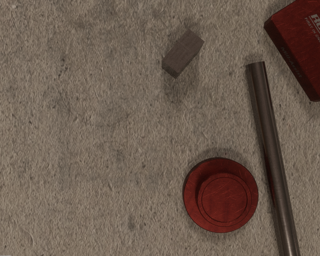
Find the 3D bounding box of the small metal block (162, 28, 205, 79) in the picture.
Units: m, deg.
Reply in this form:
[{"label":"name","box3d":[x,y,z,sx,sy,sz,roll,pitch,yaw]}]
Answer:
[{"label":"small metal block","box3d":[0.028,-0.093,0.398,0.025,0.050,0.050,40,90,-1]}]

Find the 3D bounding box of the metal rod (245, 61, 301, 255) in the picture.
[{"label":"metal rod","box3d":[0.153,0.061,0.412,0.025,0.025,0.298,-11,90,0]}]

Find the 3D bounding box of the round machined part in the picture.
[{"label":"round machined part","box3d":[0.080,0.089,0.403,0.099,0.042,0.097,0,90,-1]}]

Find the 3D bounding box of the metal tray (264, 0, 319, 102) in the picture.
[{"label":"metal tray","box3d":[0.212,-0.111,0.410,0.090,0.030,0.130,-33,90,-1]}]
